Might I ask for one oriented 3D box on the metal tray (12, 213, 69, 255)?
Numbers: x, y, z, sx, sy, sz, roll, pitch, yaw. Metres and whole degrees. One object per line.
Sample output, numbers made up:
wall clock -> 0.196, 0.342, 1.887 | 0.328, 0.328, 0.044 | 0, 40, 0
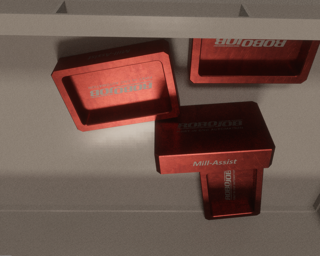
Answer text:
metal tray -> -0.227, 0.216, 0.588 | 0.091, 0.030, 0.129 | 11, 129, -10

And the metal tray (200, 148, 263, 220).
metal tray -> 0.110, 0.092, 0.485 | 0.090, 0.030, 0.129 | -8, 130, 5

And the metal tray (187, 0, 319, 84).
metal tray -> 0.098, -0.093, 0.328 | 0.131, 0.030, 0.089 | 0, 130, -1

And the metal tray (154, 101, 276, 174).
metal tray -> 0.060, 0.009, 0.375 | 0.131, 0.090, 0.030 | -4, 130, 2

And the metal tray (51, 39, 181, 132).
metal tray -> -0.047, -0.047, 0.365 | 0.131, 0.030, 0.090 | -9, 130, 7
